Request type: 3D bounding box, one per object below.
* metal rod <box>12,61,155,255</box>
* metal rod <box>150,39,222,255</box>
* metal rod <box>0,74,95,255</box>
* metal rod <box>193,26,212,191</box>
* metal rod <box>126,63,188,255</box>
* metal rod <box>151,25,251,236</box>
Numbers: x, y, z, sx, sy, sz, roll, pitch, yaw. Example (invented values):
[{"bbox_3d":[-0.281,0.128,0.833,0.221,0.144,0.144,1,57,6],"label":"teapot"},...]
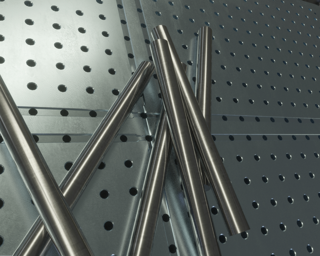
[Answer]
[{"bbox_3d":[-0.070,0.019,0.358,0.025,0.025,0.301,32,52,-8],"label":"metal rod"},{"bbox_3d":[0.030,0.026,0.380,0.025,0.025,0.299,-3,72,-30],"label":"metal rod"},{"bbox_3d":[-0.141,0.008,0.306,0.025,0.025,0.299,-21,66,-36],"label":"metal rod"},{"bbox_3d":[0.066,-0.048,0.472,0.025,0.025,0.300,19,54,-17],"label":"metal rod"},{"bbox_3d":[0.003,0.026,0.393,0.025,0.025,0.300,23,53,-14],"label":"metal rod"},{"bbox_3d":[0.045,-0.013,0.405,0.025,0.025,0.299,-6,65,-31],"label":"metal rod"}]
